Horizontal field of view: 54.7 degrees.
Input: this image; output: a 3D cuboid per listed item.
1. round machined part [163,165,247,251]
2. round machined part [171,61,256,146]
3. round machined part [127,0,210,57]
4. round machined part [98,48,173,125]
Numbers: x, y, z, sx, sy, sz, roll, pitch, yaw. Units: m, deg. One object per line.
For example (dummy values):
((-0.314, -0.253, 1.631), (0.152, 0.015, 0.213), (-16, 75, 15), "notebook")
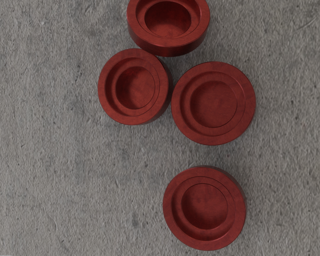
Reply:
((0.057, 0.094, 0.380), (0.098, 0.042, 0.097), (0, 90, 20), "round machined part")
((0.066, -0.028, 0.376), (0.098, 0.042, 0.097), (0, 90, 20), "round machined part")
((0.010, -0.128, 0.382), (0.099, 0.042, 0.098), (1, 68, -2), "round machined part")
((-0.029, -0.052, 0.410), (0.098, 0.042, 0.097), (0, 90, 20), "round machined part")
